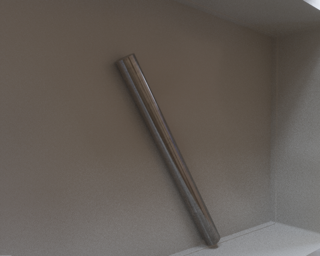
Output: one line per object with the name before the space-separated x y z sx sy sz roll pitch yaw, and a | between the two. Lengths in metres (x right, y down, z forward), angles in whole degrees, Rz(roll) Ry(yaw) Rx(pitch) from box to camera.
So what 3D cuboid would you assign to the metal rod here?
metal rod | 0.019 0.043 0.421 0.025 0.025 0.299 -39 114 -33
